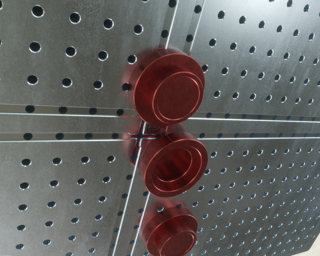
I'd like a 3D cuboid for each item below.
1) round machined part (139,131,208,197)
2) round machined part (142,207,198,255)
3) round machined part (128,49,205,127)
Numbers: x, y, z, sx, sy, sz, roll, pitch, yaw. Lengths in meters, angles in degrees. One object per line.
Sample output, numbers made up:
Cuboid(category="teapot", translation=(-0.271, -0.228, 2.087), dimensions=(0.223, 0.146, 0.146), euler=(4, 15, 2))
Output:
Cuboid(category="round machined part", translation=(0.015, 0.047, 0.439), dimensions=(0.099, 0.042, 0.097), euler=(-14, 125, -21))
Cuboid(category="round machined part", translation=(0.023, 0.186, 0.530), dimensions=(0.099, 0.042, 0.097), euler=(-14, 124, -21))
Cuboid(category="round machined part", translation=(0.014, -0.044, 0.382), dimensions=(0.099, 0.042, 0.097), euler=(-14, 125, -21))
